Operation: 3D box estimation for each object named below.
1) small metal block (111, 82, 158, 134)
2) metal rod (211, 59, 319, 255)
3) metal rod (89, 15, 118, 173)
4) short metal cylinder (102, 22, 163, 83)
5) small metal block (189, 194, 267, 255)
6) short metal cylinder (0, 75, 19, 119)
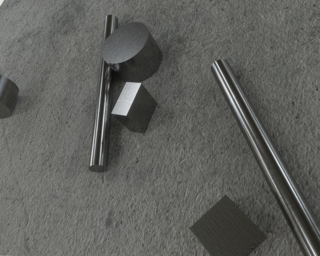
[{"bbox_3d":[-0.033,-0.027,0.422,0.025,0.050,0.050,9,66,32],"label":"small metal block"},{"bbox_3d":[0.114,0.033,0.323,0.025,0.025,0.299,-26,53,12],"label":"metal rod"},{"bbox_3d":[-0.086,-0.072,0.493,0.025,0.025,0.299,-15,56,20],"label":"metal rod"},{"bbox_3d":[-0.043,-0.116,0.482,0.080,0.050,0.080,-13,56,21],"label":"short metal cylinder"},{"bbox_3d":[0.067,0.104,0.305,0.050,0.025,0.050,-43,51,-1],"label":"small metal block"},{"bbox_3d":[-0.308,-0.059,0.566,0.080,0.080,0.050,-9,58,24],"label":"short metal cylinder"}]
